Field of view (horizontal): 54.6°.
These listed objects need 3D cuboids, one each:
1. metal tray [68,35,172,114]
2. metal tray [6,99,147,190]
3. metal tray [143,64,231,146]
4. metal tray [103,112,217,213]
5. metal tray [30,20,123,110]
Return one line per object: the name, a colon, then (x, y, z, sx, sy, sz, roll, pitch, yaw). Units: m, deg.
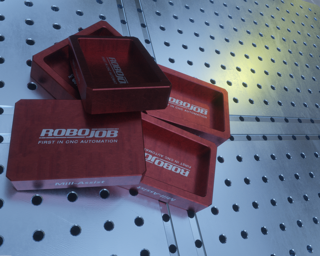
metal tray: (-0.052, -0.068, 0.363, 0.091, 0.030, 0.130, -5, 40, -22)
metal tray: (-0.084, 0.015, 0.328, 0.131, 0.030, 0.090, -1, 62, -13)
metal tray: (0.036, -0.032, 0.441, 0.131, 0.030, 0.090, 17, 56, -19)
metal tray: (0.004, 0.040, 0.381, 0.131, 0.030, 0.090, 23, 54, -14)
metal tray: (-0.087, -0.081, 0.406, 0.090, 0.030, 0.131, 42, 51, 2)
